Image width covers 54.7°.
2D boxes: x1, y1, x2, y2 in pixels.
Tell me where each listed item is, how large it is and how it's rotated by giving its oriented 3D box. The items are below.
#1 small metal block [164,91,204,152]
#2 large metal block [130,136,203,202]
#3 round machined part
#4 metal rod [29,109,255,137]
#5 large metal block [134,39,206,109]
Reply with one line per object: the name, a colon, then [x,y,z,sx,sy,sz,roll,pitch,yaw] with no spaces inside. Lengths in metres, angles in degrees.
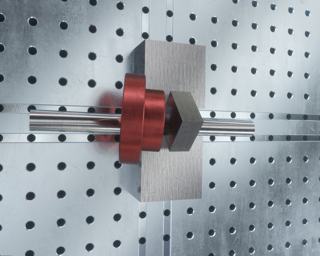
small metal block: [0.023,-0.008,0.361,0.025,0.050,0.050,1,46,-20]
large metal block: [0.007,0.049,0.402,0.081,0.050,0.080,1,90,-20]
round machined part: [-0.019,-0.009,0.336,0.042,0.098,0.097,4,89,-6]
metal rod: [-0.008,-0.004,0.409,0.302,0.025,0.025,2,90,-20]
large metal block: [0.011,-0.065,0.403,0.081,0.050,0.079,1,90,-20]
